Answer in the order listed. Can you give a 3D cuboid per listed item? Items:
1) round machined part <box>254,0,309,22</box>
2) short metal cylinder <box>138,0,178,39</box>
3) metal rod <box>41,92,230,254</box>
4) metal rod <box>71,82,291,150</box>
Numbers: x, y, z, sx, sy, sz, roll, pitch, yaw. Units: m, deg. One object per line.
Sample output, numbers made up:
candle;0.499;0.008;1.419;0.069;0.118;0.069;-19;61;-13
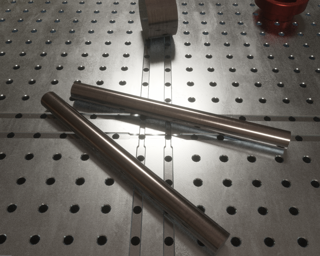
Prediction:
round machined part;0.234;-0.244;0.605;0.099;0.042;0.098;0;50;0
short metal cylinder;-0.004;-0.198;0.539;0.050;0.080;0.080;-11;51;-10
metal rod;-0.047;0.038;0.375;0.300;0.025;0.025;35;58;25
metal rod;0.020;-0.019;0.424;0.301;0.025;0.025;14;51;11
